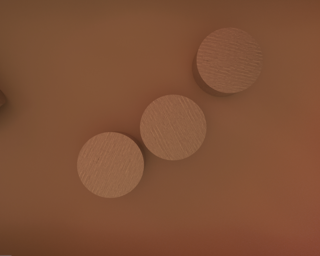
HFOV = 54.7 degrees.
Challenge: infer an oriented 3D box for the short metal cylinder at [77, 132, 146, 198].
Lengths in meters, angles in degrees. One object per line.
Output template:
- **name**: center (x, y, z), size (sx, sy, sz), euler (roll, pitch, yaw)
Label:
- **short metal cylinder**: center (-0.060, 0.044, 0.398), size (0.081, 0.050, 0.079), euler (0, 90, -1)

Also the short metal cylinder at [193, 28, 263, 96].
- **short metal cylinder**: center (0.084, -0.082, 0.400), size (0.081, 0.050, 0.079), euler (0, 90, -1)

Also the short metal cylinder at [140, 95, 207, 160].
- **short metal cylinder**: center (0.016, -0.001, 0.399), size (0.081, 0.050, 0.079), euler (0, 90, -1)

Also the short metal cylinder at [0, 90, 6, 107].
- **short metal cylinder**: center (-0.242, -0.042, 0.381), size (0.050, 0.080, 0.080), euler (-43, 91, 0)
